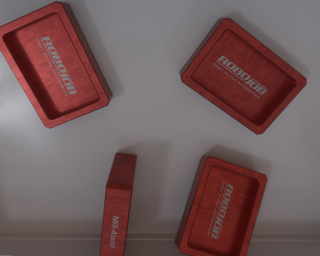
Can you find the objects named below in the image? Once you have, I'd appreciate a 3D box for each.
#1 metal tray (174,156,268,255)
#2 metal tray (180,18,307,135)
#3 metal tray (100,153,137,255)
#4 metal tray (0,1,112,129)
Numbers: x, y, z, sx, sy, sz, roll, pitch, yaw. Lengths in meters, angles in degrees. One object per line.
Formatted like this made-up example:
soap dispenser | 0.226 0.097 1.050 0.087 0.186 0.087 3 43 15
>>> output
metal tray | 0.083 0.112 0.421 0.091 0.030 0.129 19 83 -6
metal tray | 0.102 -0.062 0.387 0.130 0.030 0.090 33 106 -12
metal tray | -0.055 0.110 0.416 0.030 0.090 0.129 7 110 -3
metal tray | -0.126 -0.074 0.379 0.090 0.030 0.129 -21 109 7
